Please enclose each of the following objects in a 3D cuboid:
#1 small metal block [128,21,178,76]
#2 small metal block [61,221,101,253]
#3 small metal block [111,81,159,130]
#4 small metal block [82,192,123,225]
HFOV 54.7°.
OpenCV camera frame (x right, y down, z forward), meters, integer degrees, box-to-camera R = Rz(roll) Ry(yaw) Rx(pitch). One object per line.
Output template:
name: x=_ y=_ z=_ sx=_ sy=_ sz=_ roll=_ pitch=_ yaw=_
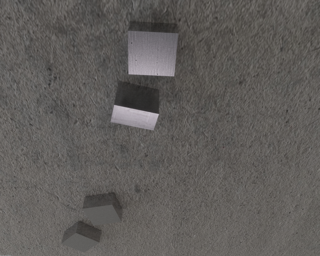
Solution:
small metal block: x=-0.008 y=-0.085 z=0.335 sx=0.050 sy=0.025 sz=0.050 roll=2 pitch=130 yaw=-2
small metal block: x=-0.147 y=0.204 z=0.580 sx=0.050 sy=0.025 sz=0.050 roll=35 pitch=122 yaw=-26
small metal block: x=-0.029 y=-0.027 z=0.367 sx=0.050 sy=0.050 sz=0.025 roll=11 pitch=129 yaw=-10
small metal block: x=-0.095 y=0.137 z=0.523 sx=0.050 sy=0.025 sz=0.050 roll=-10 pitch=130 yaw=8
